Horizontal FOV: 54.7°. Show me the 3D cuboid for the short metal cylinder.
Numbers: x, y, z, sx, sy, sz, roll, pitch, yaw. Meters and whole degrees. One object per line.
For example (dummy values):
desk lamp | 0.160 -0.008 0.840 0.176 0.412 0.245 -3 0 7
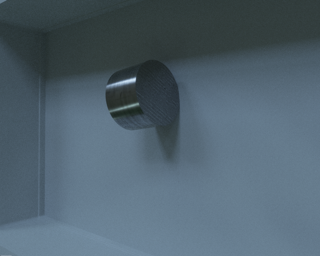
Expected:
short metal cylinder | -0.020 -0.039 0.386 0.050 0.081 0.080 -9 84 39
